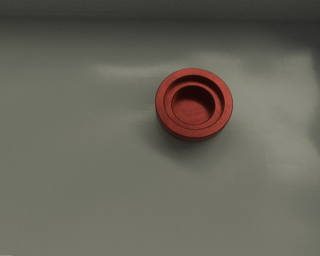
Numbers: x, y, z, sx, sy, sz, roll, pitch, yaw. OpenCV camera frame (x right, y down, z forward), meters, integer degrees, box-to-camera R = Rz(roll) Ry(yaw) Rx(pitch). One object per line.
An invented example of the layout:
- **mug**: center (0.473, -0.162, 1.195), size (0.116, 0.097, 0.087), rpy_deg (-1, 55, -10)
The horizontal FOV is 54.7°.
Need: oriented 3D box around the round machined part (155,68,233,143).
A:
- **round machined part**: center (0.043, -0.027, 0.411), size (0.099, 0.042, 0.098), rpy_deg (0, 70, -1)
